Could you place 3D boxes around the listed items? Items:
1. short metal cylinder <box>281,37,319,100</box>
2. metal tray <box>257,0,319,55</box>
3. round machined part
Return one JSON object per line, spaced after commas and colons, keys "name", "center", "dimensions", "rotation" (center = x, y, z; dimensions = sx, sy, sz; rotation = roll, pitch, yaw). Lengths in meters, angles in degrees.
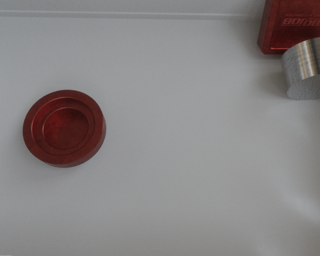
{"name": "short metal cylinder", "center": [0.207, -0.076, 0.411], "dimensions": [0.081, 0.080, 0.050], "rotation": [-2, 70, -1]}
{"name": "metal tray", "center": [0.211, -0.150, 0.431], "dimensions": [0.131, 0.089, 0.030], "rotation": [0, 38, -1]}
{"name": "round machined part", "center": [-0.118, 0.004, 0.398], "dimensions": [0.099, 0.042, 0.098], "rotation": [0, 70, -1]}
